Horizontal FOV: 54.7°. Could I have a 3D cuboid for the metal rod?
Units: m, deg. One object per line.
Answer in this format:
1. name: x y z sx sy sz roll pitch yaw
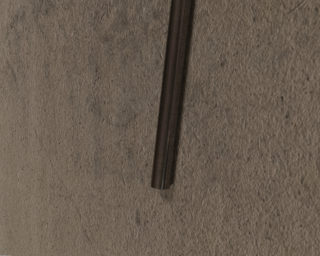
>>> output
1. metal rod: 0.017 -0.071 0.389 0.025 0.025 0.298 11 97 39
